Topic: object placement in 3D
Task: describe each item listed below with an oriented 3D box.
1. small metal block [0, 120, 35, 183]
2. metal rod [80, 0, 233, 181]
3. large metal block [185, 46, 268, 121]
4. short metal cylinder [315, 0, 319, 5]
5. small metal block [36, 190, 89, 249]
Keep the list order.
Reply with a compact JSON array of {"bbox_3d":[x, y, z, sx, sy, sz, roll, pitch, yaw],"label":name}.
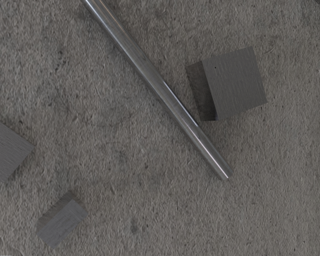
[{"bbox_3d":[-0.177,0.025,0.344,0.050,0.025,0.050,41,77,-16],"label":"small metal block"},{"bbox_3d":[0.003,-0.048,0.410,0.025,0.025,0.300,-42,104,-15],"label":"metal rod"},{"bbox_3d":[0.091,-0.060,0.430,0.081,0.050,0.080,-20,97,-19],"label":"large metal block"},{"bbox_3d":[0.289,-0.246,0.503,0.081,0.050,0.080,0,90,-20],"label":"short metal cylinder"},{"bbox_3d":[-0.112,0.102,0.355,0.050,0.050,0.025,-45,104,-14],"label":"small metal block"}]
